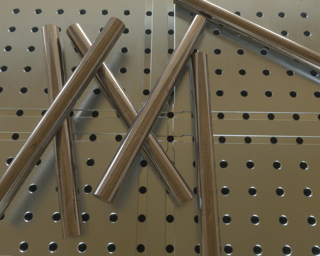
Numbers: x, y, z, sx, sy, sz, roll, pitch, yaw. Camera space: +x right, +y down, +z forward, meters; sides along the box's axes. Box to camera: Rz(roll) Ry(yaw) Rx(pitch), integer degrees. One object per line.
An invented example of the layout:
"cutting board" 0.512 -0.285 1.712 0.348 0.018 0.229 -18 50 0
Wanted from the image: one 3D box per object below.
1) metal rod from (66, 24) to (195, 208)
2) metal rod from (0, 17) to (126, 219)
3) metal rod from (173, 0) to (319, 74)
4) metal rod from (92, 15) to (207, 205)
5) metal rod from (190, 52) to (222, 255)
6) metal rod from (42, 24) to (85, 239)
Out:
"metal rod" -0.048 -0.028 0.421 0.025 0.025 0.299 -31 73 -11
"metal rod" -0.127 -0.022 0.391 0.025 0.025 0.300 25 72 9
"metal rod" 0.156 -0.134 0.461 0.301 0.025 0.025 30 73 10
"metal rod" -0.001 -0.042 0.406 0.025 0.025 0.300 23 64 8
"metal rod" 0.058 0.037 0.398 0.025 0.025 0.299 0 70 0
"metal rod" -0.133 -0.010 0.414 0.025 0.025 0.299 -11 70 -4
